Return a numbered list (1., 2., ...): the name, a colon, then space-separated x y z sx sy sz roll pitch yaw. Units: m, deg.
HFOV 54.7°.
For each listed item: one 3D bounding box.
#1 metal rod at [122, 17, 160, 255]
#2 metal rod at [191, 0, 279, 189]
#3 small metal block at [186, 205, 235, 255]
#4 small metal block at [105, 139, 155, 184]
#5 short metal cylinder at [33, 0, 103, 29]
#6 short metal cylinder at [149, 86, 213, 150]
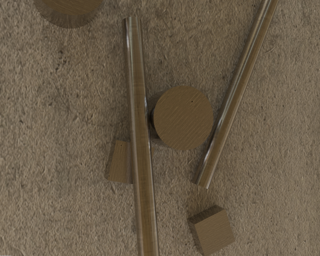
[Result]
1. metal rod: -0.024 0.011 0.375 0.025 0.025 0.298 -2 81 -20
2. metal rod: 0.112 -0.057 0.449 0.025 0.025 0.299 25 82 -19
3. small metal block: 0.072 0.144 0.436 0.050 0.025 0.050 -21 97 -19
4. small metal block: -0.039 0.044 0.395 0.050 0.025 0.050 13 86 -20
5. short metal cylinder: -0.105 -0.162 0.357 0.081 0.050 0.079 0 90 -20
6. short metal cylinder: 0.022 -0.013 0.404 0.081 0.050 0.079 0 90 -20
